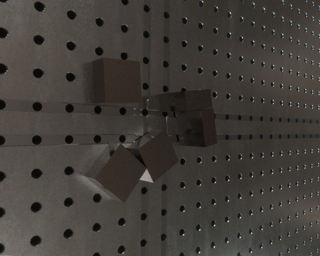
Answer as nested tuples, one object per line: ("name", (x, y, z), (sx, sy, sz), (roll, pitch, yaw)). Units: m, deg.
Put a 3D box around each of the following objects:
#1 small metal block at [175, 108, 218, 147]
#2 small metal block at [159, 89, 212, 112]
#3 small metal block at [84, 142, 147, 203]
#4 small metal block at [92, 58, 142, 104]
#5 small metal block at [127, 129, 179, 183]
("small metal block", (0.051, -0.001, 0.438), (0.025, 0.050, 0.050), (-14, 99, -40))
("small metal block", (0.035, -0.037, 0.424), (0.050, 0.050, 0.025), (-10, 97, -40))
("small metal block", (-0.051, 0.052, 0.368), (0.050, 0.025, 0.050), (49, 61, -29))
("small metal block", (-0.051, -0.054, 0.368), (0.050, 0.025, 0.050), (-4, 93, -40))
("small metal block", (-0.009, 0.035, 0.404), (0.050, 0.025, 0.050), (-36, 112, -34))
